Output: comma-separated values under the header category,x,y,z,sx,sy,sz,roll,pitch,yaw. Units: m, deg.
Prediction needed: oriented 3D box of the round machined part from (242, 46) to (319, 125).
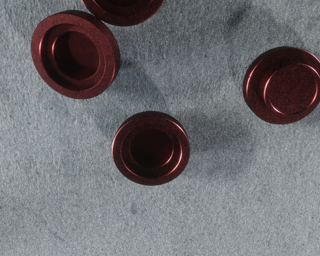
category,x,y,z,sx,sy,sz,roll,pitch,yaw
round machined part,0.157,-0.050,0.385,0.099,0.042,0.097,0,110,-1

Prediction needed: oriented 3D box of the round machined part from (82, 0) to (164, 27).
category,x,y,z,sx,sy,sz,roll,pitch,yaw
round machined part,-0.040,-0.163,0.340,0.099,0.042,0.097,0,110,-1

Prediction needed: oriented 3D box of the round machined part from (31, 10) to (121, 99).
category,x,y,z,sx,sy,sz,roll,pitch,yaw
round machined part,-0.093,-0.086,0.360,0.098,0.042,0.097,5,120,9

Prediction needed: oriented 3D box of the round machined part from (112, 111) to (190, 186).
category,x,y,z,sx,sy,sz,roll,pitch,yaw
round machined part,-0.011,0.023,0.409,0.099,0.042,0.097,0,110,-1
